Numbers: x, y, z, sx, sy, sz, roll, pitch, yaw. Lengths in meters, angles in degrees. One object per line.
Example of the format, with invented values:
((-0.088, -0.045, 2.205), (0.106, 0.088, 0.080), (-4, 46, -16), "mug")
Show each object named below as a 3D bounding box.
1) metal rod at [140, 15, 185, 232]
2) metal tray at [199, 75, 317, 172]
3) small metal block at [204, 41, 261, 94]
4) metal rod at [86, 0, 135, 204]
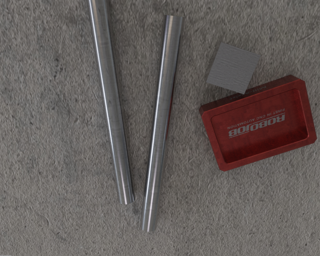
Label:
((0.000, 0.008, 0.412), (0.025, 0.025, 0.298), (6, 110, -3), "metal rod")
((0.127, -0.005, 0.406), (0.130, 0.030, 0.090), (-19, 109, 6), "metal tray")
((0.088, -0.075, 0.383), (0.050, 0.025, 0.050), (17, 109, -6), "small metal block")
((-0.061, -0.036, 0.395), (0.025, 0.025, 0.298), (-5, 110, 2), "metal rod")
